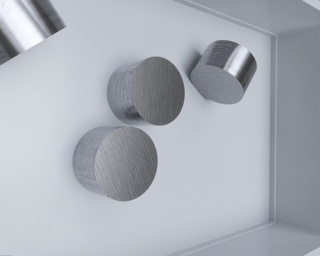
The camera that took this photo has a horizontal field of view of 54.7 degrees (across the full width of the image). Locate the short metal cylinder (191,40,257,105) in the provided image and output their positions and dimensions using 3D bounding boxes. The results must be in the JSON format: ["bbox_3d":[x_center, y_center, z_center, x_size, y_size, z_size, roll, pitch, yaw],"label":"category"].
[{"bbox_3d":[0.092,-0.079,0.447,0.080,0.080,0.050,46,63,-31],"label":"short metal cylinder"}]

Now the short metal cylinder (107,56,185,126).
[{"bbox_3d":[-0.016,-0.043,0.376,0.081,0.050,0.080,0,90,-40],"label":"short metal cylinder"}]

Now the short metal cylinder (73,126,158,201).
[{"bbox_3d":[-0.050,0.038,0.349,0.081,0.050,0.080,0,90,-40],"label":"short metal cylinder"}]

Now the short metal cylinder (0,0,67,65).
[{"bbox_3d":[-0.129,-0.089,0.263,0.080,0.080,0.050,-45,117,-30],"label":"short metal cylinder"}]
